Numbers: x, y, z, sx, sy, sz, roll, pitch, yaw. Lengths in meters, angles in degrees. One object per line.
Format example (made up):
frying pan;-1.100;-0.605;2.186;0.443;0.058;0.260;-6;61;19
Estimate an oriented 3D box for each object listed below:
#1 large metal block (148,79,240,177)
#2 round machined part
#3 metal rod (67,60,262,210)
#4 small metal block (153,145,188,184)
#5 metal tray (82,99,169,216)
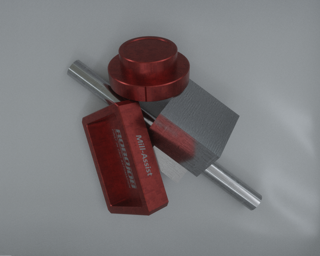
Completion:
large metal block;0.040;-0.002;0.378;0.080;0.050;0.080;37;47;0
round machined part;-0.013;-0.077;0.371;0.099;0.098;0.042;-2;131;-1
metal rod;0.007;0.010;0.410;0.301;0.025;0.025;37;90;-1
small metal block;0.008;0.042;0.397;0.050;0.050;0.025;38;90;-1
metal tray;-0.046;0.038;0.378;0.030;0.090;0.129;-17;90;-41
